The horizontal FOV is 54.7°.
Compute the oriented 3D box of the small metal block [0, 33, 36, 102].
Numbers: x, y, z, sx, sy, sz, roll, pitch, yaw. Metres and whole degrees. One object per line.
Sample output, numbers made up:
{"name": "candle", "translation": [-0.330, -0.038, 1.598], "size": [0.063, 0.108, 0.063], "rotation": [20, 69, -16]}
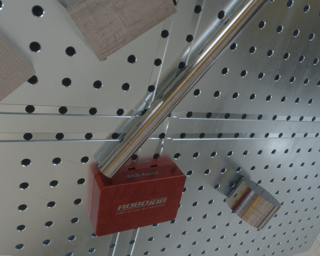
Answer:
{"name": "small metal block", "translation": [-0.156, -0.058, 0.291], "size": [0.050, 0.025, 0.050], "rotation": [-39, 130, -2]}

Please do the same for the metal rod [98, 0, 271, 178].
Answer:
{"name": "metal rod", "translation": [0.028, -0.053, 0.394], "size": [0.299, 0.025, 0.025], "rotation": [-48, 129, 5]}

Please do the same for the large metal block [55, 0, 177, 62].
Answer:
{"name": "large metal block", "translation": [-0.045, -0.114, 0.281], "size": [0.080, 0.080, 0.050], "rotation": [-35, 129, -6]}

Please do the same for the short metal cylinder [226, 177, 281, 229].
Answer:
{"name": "short metal cylinder", "translation": [0.165, 0.132, 0.550], "size": [0.080, 0.080, 0.050], "rotation": [24, 105, -37]}

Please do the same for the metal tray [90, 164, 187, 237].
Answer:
{"name": "metal tray", "translation": [-0.032, 0.105, 0.457], "size": [0.131, 0.030, 0.089], "rotation": [-4, 120, -27]}
